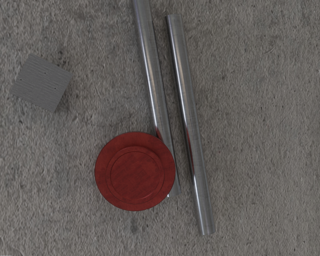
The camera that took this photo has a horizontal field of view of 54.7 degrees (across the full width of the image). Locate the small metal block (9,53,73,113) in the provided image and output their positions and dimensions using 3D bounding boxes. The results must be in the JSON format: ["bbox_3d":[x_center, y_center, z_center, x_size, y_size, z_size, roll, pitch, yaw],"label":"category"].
[{"bbox_3d":[-0.136,-0.051,0.359,0.050,0.025,0.050,26,81,-18],"label":"small metal block"}]

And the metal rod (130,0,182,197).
[{"bbox_3d":[-0.008,-0.058,0.406,0.025,0.025,0.298,-11,94,-20],"label":"metal rod"}]

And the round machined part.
[{"bbox_3d":[-0.030,0.054,0.376,0.099,0.042,0.097,0,93,-4],"label":"round machined part"}]

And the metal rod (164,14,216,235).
[{"bbox_3d":[0.042,-0.002,0.424,0.025,0.025,0.298,-11,94,-20],"label":"metal rod"}]
